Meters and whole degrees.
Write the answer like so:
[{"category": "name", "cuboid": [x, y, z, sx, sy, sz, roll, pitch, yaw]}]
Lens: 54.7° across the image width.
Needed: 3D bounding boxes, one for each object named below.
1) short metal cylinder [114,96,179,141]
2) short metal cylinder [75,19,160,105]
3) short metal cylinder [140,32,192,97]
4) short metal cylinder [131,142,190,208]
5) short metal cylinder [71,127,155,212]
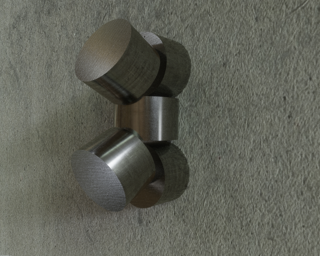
[{"category": "short metal cylinder", "cuboid": [-0.017, -0.012, 0.386, 0.080, 0.081, 0.050, 2, 92, 40]}, {"category": "short metal cylinder", "cuboid": [-0.047, -0.073, 0.345, 0.080, 0.050, 0.080, -19, 54, 29]}, {"category": "short metal cylinder", "cuboid": [-0.007, -0.077, 0.397, 0.080, 0.050, 0.080, 0, 90, 40]}, {"category": "short metal cylinder", "cuboid": [-0.009, 0.058, 0.398, 0.080, 0.050, 0.080, 0, 90, 40]}, {"category": "short metal cylinder", "cuboid": [-0.052, 0.046, 0.347, 0.080, 0.050, 0.079, 22, 131, 28]}]
